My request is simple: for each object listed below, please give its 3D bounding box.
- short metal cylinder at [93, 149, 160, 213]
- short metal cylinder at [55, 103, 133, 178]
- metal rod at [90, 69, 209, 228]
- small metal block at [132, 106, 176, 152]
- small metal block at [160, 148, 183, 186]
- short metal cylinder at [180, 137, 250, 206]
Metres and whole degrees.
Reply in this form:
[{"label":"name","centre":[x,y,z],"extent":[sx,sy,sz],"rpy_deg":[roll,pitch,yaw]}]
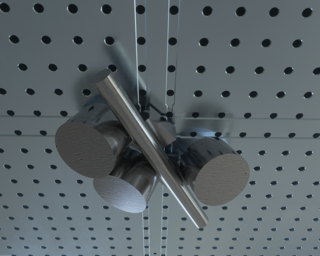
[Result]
[{"label":"short metal cylinder","centre":[-0.046,0.074,0.435],"extent":[0.080,0.050,0.079],"rpy_deg":[16,137,16]},{"label":"short metal cylinder","centre":[-0.081,0.015,0.385],"extent":[0.080,0.050,0.079],"rpy_deg":[11,123,17]},{"label":"metal rod","centre":[0.002,0.048,0.414],"extent":[0.025,0.025,0.299],"rpy_deg":[-20,127,16]},{"label":"small metal block","centre":[-0.014,0.006,0.412],"extent":[0.050,0.025,0.050],"rpy_deg":[-36,122,26]},{"label":"small metal block","centre":[0.023,0.064,0.462],"extent":[0.050,0.025,0.050],"rpy_deg":[-33,123,24]},{"label":"short metal cylinder","centre":[0.074,0.059,0.424],"extent":[0.081,0.050,0.079],"rpy_deg":[-8,116,-17]}]
